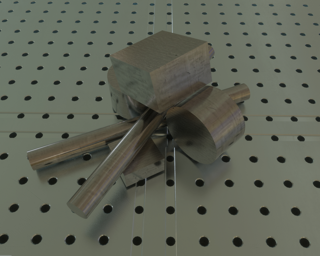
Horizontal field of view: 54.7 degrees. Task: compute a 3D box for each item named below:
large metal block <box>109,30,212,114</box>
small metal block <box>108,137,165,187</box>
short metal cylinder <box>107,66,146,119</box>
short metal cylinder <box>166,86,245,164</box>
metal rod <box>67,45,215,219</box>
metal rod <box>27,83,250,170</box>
[{"bbox_3d":[0.001,-0.070,0.363,0.080,0.050,0.080,-33,40,-24],"label":"large metal block"},{"bbox_3d":[-0.029,0.035,0.373,0.050,0.025,0.050,-22,54,-18],"label":"small metal block"},{"bbox_3d":[-0.030,-0.057,0.434,0.081,0.050,0.080,0,50,0],"label":"short metal cylinder"},{"bbox_3d":[0.053,-0.004,0.371,0.050,0.080,0.080,-36,59,-25],"label":"short metal cylinder"},{"bbox_3d":[-0.005,-0.018,0.386,0.025,0.025,0.301,24,54,19],"label":"metal rod"},{"bbox_3d":[-0.015,-0.007,0.408,0.302,0.025,0.025,-18,53,-15],"label":"metal rod"}]
